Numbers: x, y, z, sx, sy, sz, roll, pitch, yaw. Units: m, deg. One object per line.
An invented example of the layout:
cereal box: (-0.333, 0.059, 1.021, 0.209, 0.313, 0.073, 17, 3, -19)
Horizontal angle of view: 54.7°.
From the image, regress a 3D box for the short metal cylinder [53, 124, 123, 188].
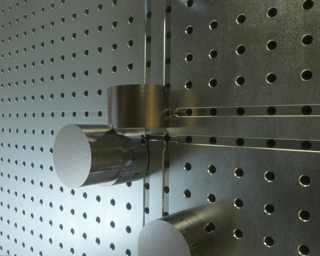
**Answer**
short metal cylinder: (-0.095, 0.035, 0.404, 0.080, 0.050, 0.079, 0, 90, 39)

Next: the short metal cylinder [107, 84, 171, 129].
short metal cylinder: (-0.026, -0.025, 0.393, 0.080, 0.081, 0.050, -2, 89, 39)

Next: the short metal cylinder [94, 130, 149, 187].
short metal cylinder: (-0.063, 0.041, 0.443, 0.080, 0.050, 0.079, 0, 90, 39)

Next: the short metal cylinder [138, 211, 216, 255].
short metal cylinder: (0.019, 0.146, 0.375, 0.080, 0.050, 0.079, 0, 90, 39)
